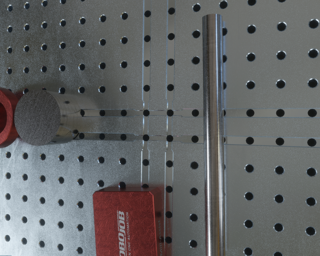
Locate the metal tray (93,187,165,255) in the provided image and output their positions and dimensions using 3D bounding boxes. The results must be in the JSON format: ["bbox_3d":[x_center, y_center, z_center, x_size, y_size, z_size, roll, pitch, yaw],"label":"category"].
[{"bbox_3d":[-0.042,0.149,0.425,0.090,0.030,0.129,-4,89,19],"label":"metal tray"}]

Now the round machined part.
[{"bbox_3d":[-0.257,-0.016,0.494,0.098,0.042,0.097,0,90,20],"label":"round machined part"}]

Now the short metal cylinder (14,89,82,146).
[{"bbox_3d":[-0.164,-0.015,0.457,0.080,0.050,0.080,0,90,20],"label":"short metal cylinder"}]

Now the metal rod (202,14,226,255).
[{"bbox_3d":[0.068,0.010,0.388,0.025,0.025,0.298,-1,90,20],"label":"metal rod"}]
